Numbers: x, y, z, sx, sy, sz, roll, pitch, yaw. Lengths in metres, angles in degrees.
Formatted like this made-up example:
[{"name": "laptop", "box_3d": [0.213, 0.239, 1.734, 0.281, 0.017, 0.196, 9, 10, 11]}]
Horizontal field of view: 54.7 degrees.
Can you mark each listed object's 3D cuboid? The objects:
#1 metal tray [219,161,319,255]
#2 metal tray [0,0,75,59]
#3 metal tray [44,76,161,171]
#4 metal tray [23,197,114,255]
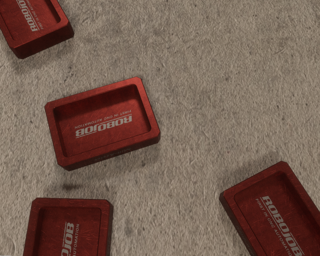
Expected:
[{"name": "metal tray", "box_3d": [0.141, 0.116, 0.364, 0.091, 0.030, 0.130, -25, 72, -9]}, {"name": "metal tray", "box_3d": [-0.199, -0.177, 0.467, 0.090, 0.030, 0.130, -28, 73, -10]}, {"name": "metal tray", "box_3d": [-0.074, -0.007, 0.406, 0.131, 0.030, 0.090, -18, 71, -7]}, {"name": "metal tray", "box_3d": [-0.104, 0.147, 0.350, 0.091, 0.030, 0.130, 2, 70, 0]}]
